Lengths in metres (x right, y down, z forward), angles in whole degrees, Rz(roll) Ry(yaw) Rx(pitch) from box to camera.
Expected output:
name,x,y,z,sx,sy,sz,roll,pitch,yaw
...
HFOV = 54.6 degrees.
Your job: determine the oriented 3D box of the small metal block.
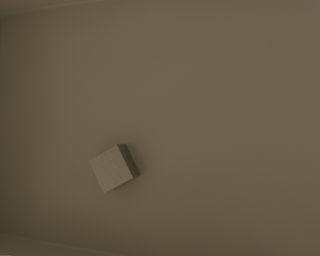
name,x,y,z,sx,sy,sz,roll,pitch,yaw
small metal block,-0.063,0.056,0.433,0.050,0.025,0.050,-30,80,17
